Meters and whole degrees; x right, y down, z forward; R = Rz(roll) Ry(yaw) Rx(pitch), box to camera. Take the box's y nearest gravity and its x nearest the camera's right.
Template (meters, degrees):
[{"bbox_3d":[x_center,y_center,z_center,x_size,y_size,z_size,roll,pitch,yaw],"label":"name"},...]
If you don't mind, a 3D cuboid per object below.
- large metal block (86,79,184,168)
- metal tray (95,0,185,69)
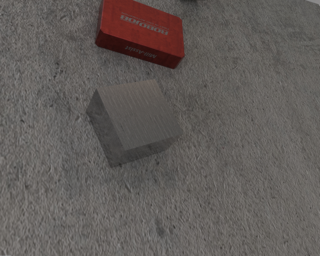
[{"bbox_3d":[-0.032,-0.007,0.375,0.081,0.050,0.080,-15,70,-34],"label":"large metal block"},{"bbox_3d":[-0.028,-0.149,0.476,0.131,0.030,0.090,12,57,-22],"label":"metal tray"}]
